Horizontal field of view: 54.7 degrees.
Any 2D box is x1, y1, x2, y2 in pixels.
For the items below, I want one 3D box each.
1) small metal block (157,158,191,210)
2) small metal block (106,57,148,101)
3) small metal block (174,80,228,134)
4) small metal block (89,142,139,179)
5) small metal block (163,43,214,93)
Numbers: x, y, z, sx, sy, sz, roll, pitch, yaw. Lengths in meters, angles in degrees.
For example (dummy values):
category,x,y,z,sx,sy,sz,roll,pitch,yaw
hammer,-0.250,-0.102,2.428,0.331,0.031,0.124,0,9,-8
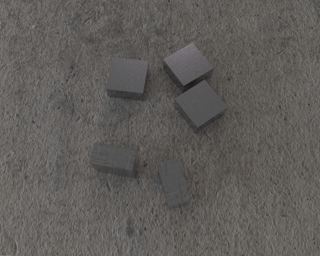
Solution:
category,x,y,z,sx,sy,sz,roll,pitch,yaw
small metal block,0.015,0.068,0.370,0.025,0.050,0.050,-14,71,-5
small metal block,-0.044,-0.068,0.433,0.050,0.025,0.050,7,70,2
small metal block,0.054,-0.029,0.419,0.050,0.025,0.050,-33,74,-12
small metal block,-0.054,0.041,0.379,0.050,0.050,0.025,10,71,3
small metal block,0.039,-0.085,0.439,0.050,0.025,0.050,-32,73,-11
